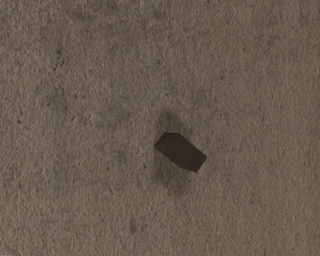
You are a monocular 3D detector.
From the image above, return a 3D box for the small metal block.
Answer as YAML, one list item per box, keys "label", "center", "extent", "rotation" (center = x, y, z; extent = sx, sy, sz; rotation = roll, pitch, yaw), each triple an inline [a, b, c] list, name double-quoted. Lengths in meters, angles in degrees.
- label: "small metal block"
  center: [0.026, 0.031, 0.406]
  extent: [0.050, 0.050, 0.025]
  rotation: [40, 77, -16]
